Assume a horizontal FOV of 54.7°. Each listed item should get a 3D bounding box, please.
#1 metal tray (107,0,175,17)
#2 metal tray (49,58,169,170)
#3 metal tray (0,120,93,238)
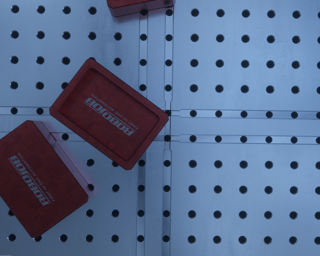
[{"bbox_3d":[-0.035,-0.223,0.410,0.091,0.030,0.129,-12,90,-1],"label":"metal tray"},{"bbox_3d":[-0.065,-0.017,0.409,0.130,0.030,0.090,37,90,-1],"label":"metal tray"},{"bbox_3d":[-0.163,0.065,0.409,0.090,0.030,0.130,-36,90,-1],"label":"metal tray"}]
